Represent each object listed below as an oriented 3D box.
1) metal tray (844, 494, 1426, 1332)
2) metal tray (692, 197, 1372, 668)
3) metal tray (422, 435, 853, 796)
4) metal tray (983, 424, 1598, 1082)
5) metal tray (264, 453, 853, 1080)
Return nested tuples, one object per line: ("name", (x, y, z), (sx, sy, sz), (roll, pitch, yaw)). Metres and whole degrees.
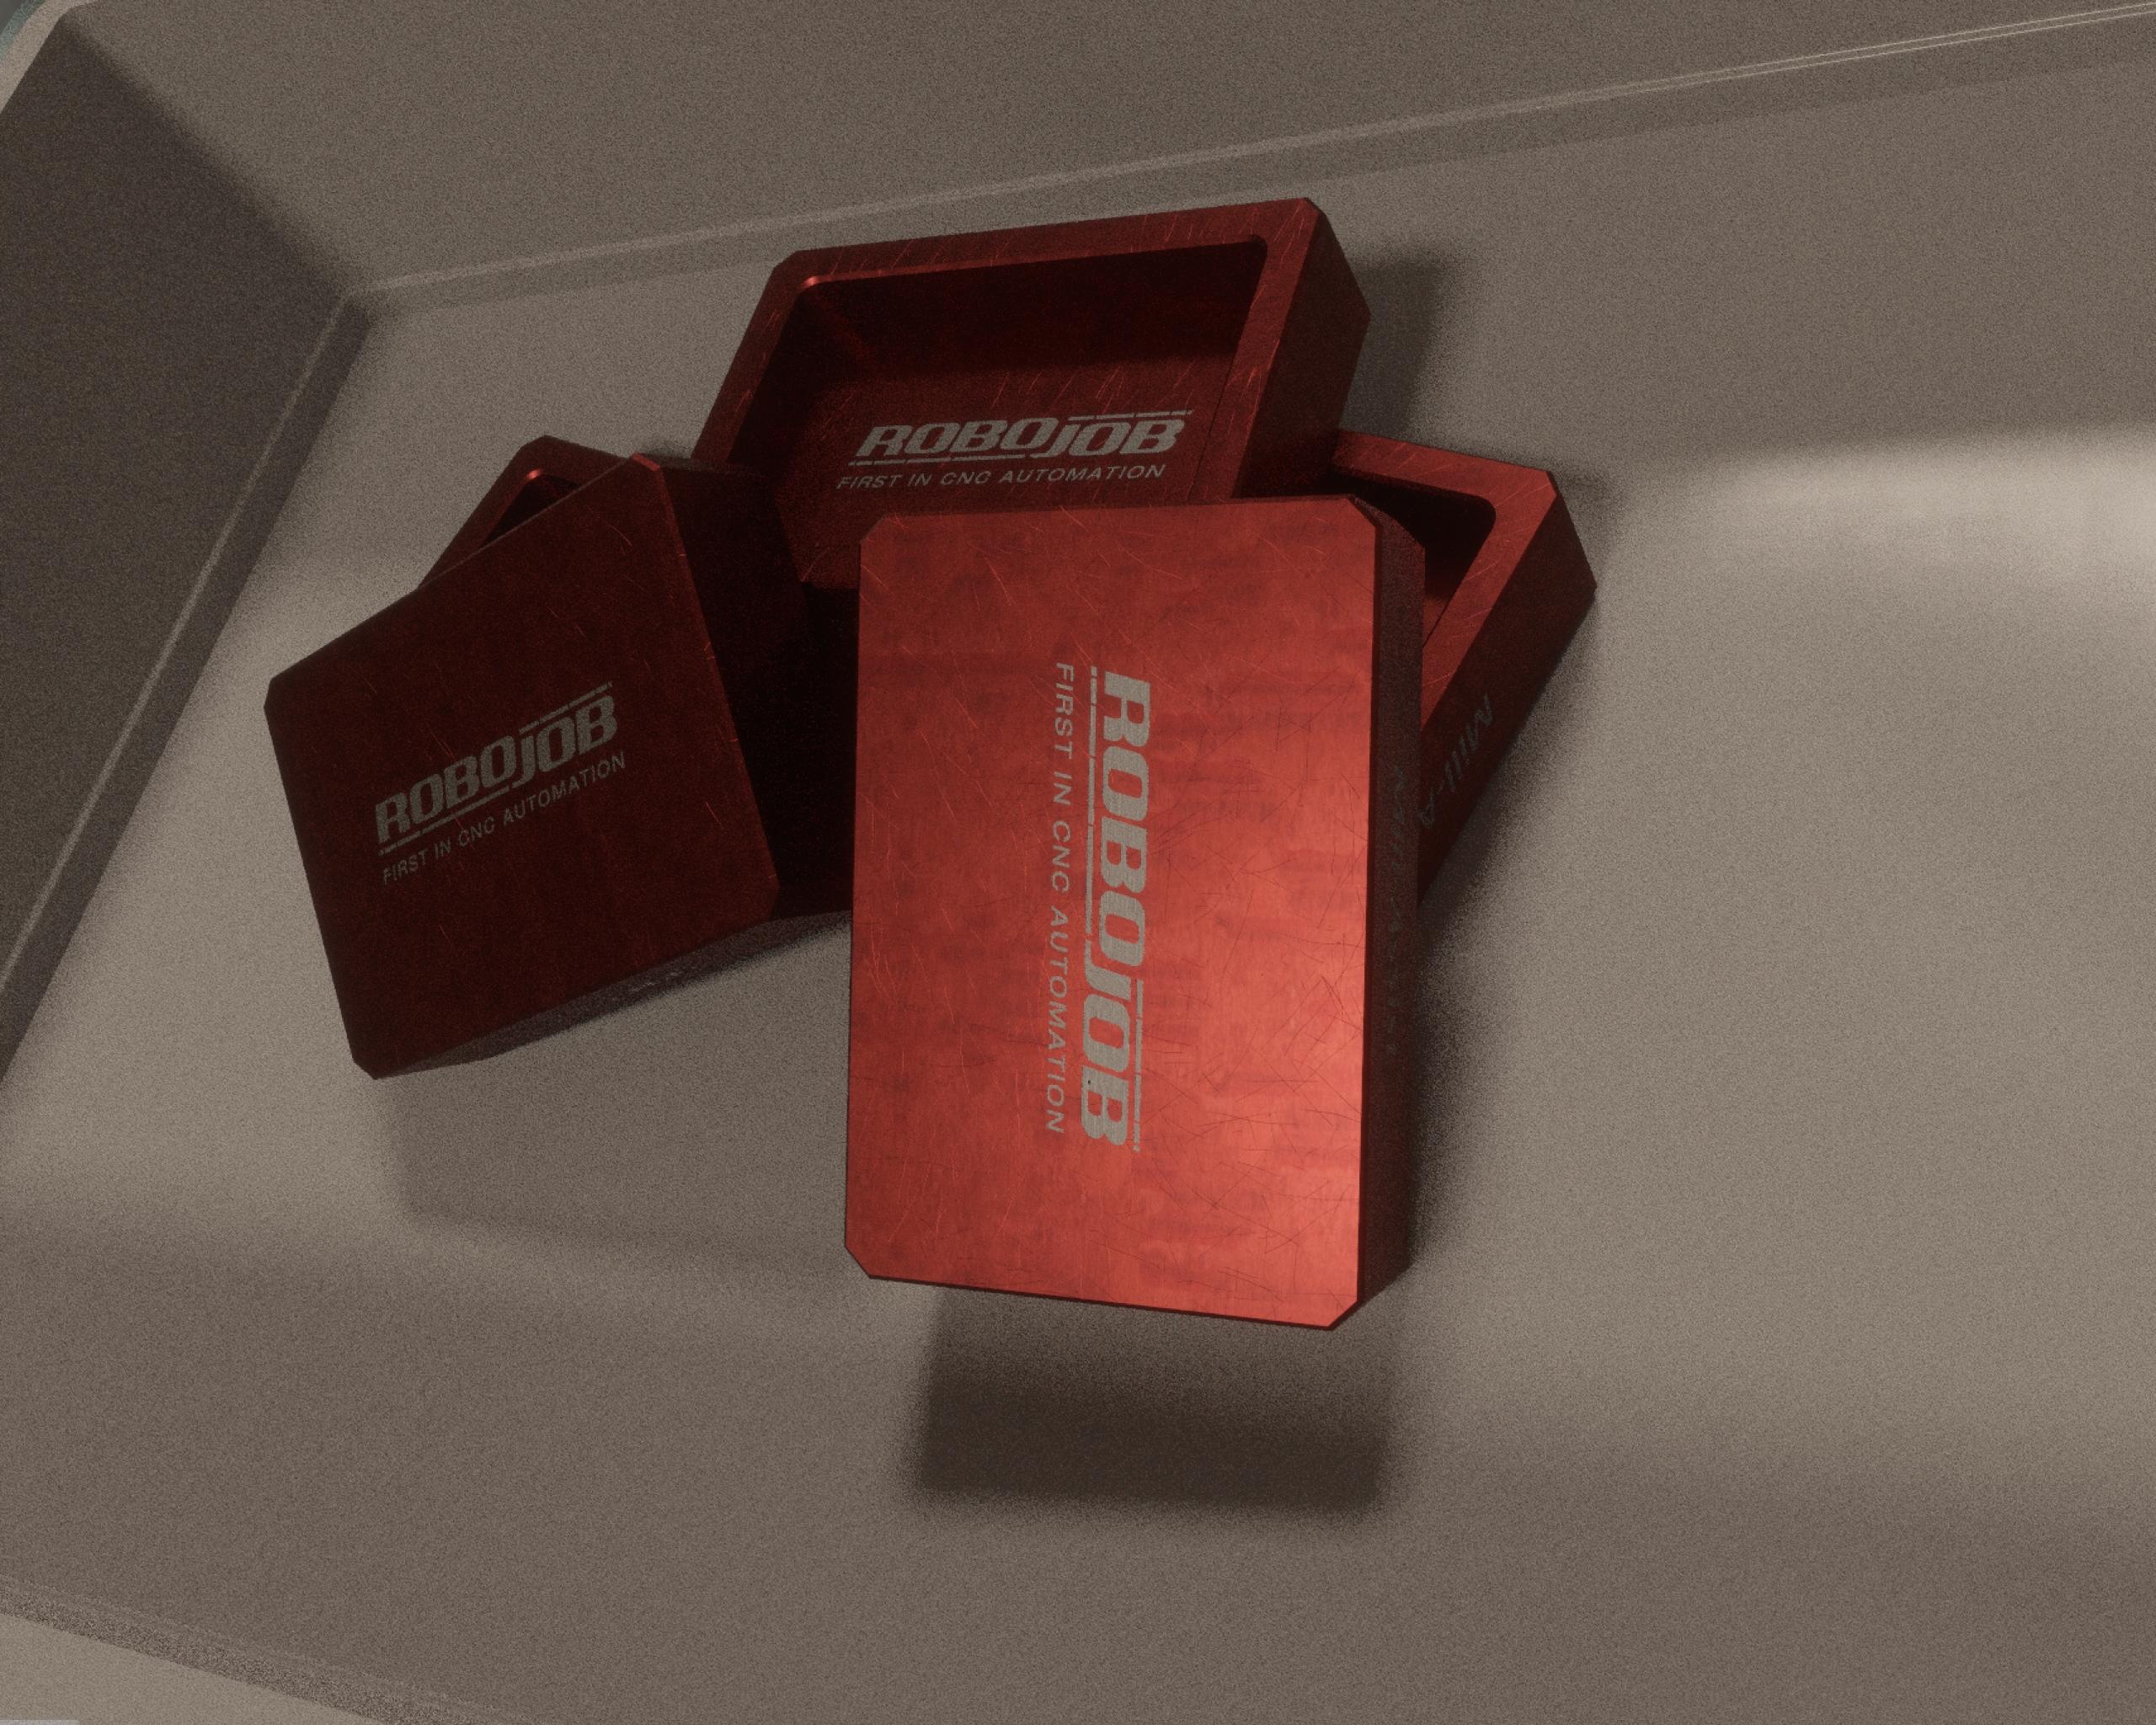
("metal tray", (0.009, 0.007, 0.349), (0.090, 0.030, 0.129), (2, 91, 22))
("metal tray", (-0.015, -0.084, 0.420), (0.130, 0.030, 0.090), (4, 63, 29))
("metal tray", (-0.102, -0.043, 0.476), (0.130, 0.030, 0.090), (21, 73, 35))
("metal tray", (0.029, -0.023, 0.398), (0.090, 0.030, 0.130), (21, 73, 35))
("metal tray", (-0.106, -0.016, 0.420), (0.130, 0.030, 0.090), (-21, 82, 34))
